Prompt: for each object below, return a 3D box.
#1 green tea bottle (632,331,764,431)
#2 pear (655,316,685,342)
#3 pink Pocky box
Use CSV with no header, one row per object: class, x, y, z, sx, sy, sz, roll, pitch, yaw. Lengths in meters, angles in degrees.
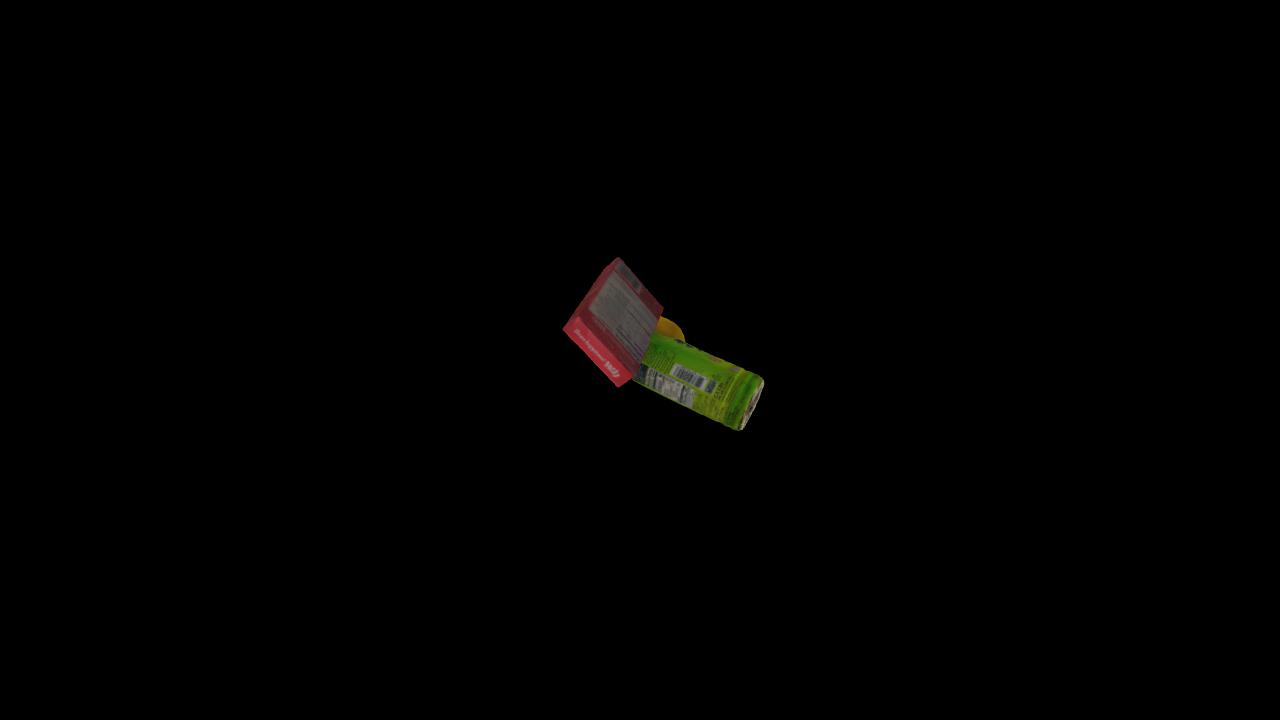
green tea bottle,0.038,0.009,0.730,0.212,0.073,0.073,26,7,14
pear,0.008,-0.036,0.754,0.080,0.111,0.080,-21,32,14
pink Pocky box,-0.024,-0.045,0.663,0.029,0.084,0.155,-34,18,29
